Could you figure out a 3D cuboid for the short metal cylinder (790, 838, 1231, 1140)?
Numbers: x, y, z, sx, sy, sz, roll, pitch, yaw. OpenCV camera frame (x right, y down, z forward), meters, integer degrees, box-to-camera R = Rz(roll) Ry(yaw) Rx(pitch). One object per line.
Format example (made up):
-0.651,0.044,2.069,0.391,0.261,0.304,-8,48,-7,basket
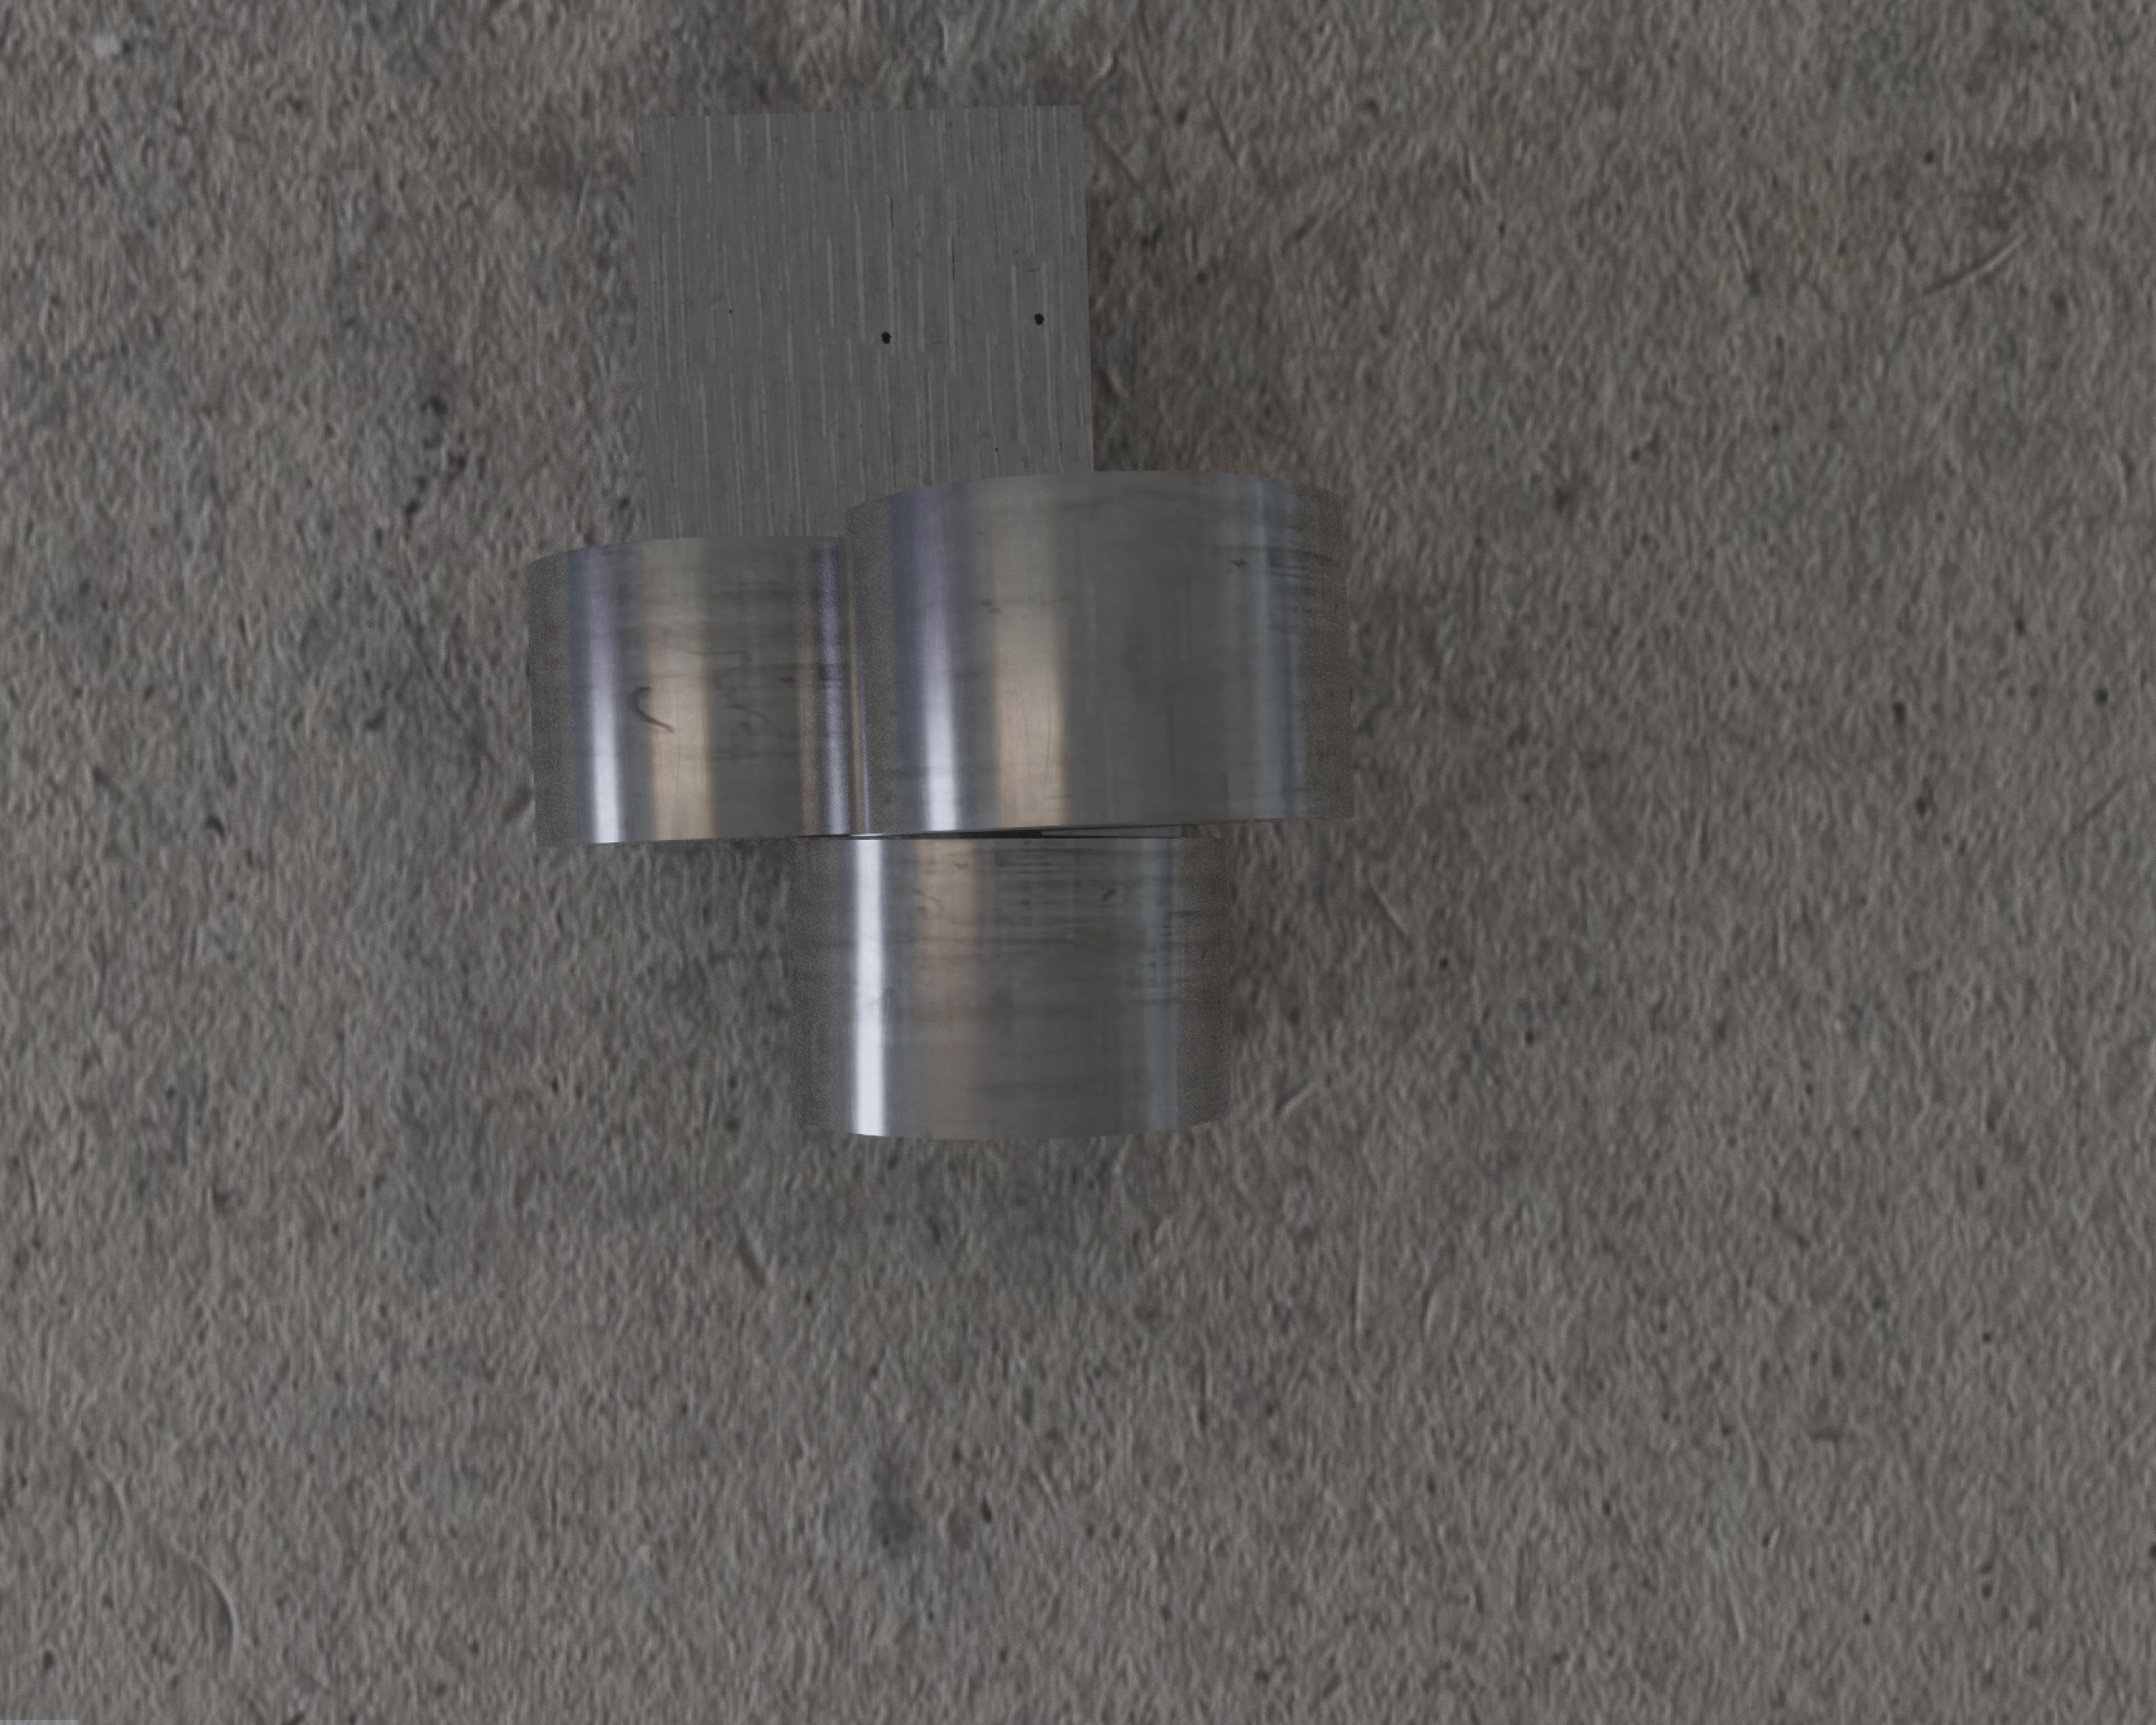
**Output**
-0.012,0.021,0.384,0.081,0.080,0.050,0,90,0,short metal cylinder

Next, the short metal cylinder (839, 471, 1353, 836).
0.003,-0.031,0.334,0.081,0.080,0.050,-2,90,0,short metal cylinder

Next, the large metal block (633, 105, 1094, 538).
-0.038,-0.095,0.399,0.081,0.050,0.080,-2,90,0,large metal block

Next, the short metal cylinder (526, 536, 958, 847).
-0.059,-0.029,0.384,0.081,0.080,0.050,-2,90,0,short metal cylinder

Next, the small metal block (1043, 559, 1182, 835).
0.007,-0.030,0.401,0.025,0.050,0.050,1,90,0,small metal block
